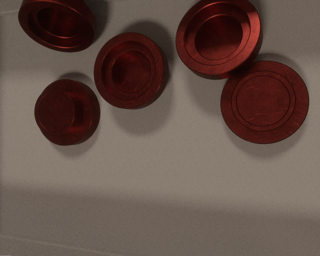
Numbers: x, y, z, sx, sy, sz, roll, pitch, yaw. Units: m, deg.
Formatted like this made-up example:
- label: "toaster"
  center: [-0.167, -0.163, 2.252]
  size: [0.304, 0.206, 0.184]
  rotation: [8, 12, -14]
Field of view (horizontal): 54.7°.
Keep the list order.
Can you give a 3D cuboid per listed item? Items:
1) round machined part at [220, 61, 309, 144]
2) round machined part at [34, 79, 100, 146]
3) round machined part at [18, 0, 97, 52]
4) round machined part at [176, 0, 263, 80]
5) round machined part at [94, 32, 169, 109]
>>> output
- label: "round machined part"
  center: [0.119, -0.030, 0.359]
  size: [0.098, 0.042, 0.097]
  rotation: [0, 90, 19]
- label: "round machined part"
  center: [-0.141, -0.023, 0.449]
  size: [0.098, 0.042, 0.097]
  rotation: [0, 90, 19]
- label: "round machined part"
  center: [-0.136, -0.151, 0.424]
  size: [0.098, 0.098, 0.042]
  rotation: [-5, 64, 19]
- label: "round machined part"
  center: [0.072, -0.104, 0.370]
  size: [0.098, 0.042, 0.098]
  rotation: [-5, 78, 24]
- label: "round machined part"
  center: [-0.035, -0.073, 0.413]
  size: [0.098, 0.042, 0.097]
  rotation: [0, 90, 19]
